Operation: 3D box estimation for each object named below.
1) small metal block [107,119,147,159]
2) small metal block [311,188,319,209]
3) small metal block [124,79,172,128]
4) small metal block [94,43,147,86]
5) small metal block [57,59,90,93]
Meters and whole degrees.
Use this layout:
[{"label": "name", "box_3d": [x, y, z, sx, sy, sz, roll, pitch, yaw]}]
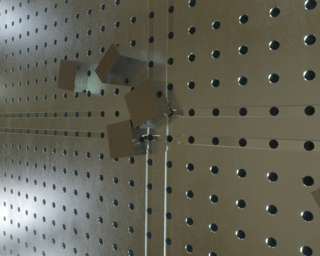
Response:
[{"label": "small metal block", "box_3d": [-0.049, 0.017, 0.451, 0.050, 0.025, 0.050, -12, 82, 39]}, {"label": "small metal block", "box_3d": [0.171, 0.068, 0.269, 0.050, 0.025, 0.050, -35, 68, 34]}, {"label": "small metal block", "box_3d": [-0.017, -0.032, 0.425, 0.050, 0.025, 0.050, -29, 72, 36]}, {"label": "small metal block", "box_3d": [-0.056, -0.088, 0.440, 0.050, 0.050, 0.025, -49, 61, 29]}, {"label": "small metal block", "box_3d": [-0.149, -0.090, 0.535, 0.050, 0.025, 0.050, 15, 100, 39]}]
